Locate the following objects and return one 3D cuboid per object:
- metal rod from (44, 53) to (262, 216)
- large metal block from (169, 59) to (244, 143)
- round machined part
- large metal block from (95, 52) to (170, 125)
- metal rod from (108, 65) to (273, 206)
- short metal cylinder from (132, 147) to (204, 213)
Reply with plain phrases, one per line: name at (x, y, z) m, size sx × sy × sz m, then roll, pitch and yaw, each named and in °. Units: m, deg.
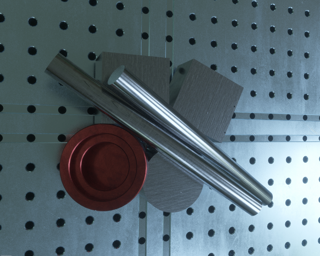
metal rod at (0.007, 0.019, 0.357) m, size 0.301 × 0.025 × 0.025 m, roll 36°, pitch 78°, yaw -18°
large metal block at (0.052, -0.034, 0.414) m, size 0.080 × 0.050 × 0.080 m, roll 26°, pitch 82°, yaw -18°
round machined part at (-0.062, 0.045, 0.365) m, size 0.099 × 0.042 × 0.097 m, roll 0°, pitch 87°, yaw 3°
large metal block at (-0.035, -0.044, 0.379) m, size 0.081 × 0.050 × 0.079 m, roll 1°, pitch 90°, yaw -20°
metal rod at (0.057, 0.026, 0.390) m, size 0.301 × 0.025 × 0.025 m, roll 38°, pitch 78°, yaw -31°
short metal cylinder at (0.009, 0.062, 0.398) m, size 0.081 × 0.050 × 0.079 m, roll 0°, pitch 90°, yaw -20°
